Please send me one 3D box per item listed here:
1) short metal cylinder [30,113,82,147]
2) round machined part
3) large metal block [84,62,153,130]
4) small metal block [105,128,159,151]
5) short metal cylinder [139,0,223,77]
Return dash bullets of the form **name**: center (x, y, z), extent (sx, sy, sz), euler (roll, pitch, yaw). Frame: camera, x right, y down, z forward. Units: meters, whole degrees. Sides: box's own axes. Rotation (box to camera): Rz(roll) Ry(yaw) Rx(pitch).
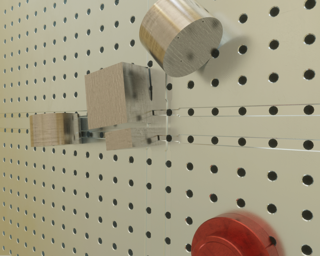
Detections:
- **short metal cylinder**: center (-0.173, 0.004, 0.516), extent (0.080, 0.081, 0.050), euler (-7, 86, 40)
- **round machined part**: center (0.074, 0.147, 0.337), extent (0.098, 0.042, 0.097), euler (0, 90, 40)
- **large metal block**: center (-0.060, -0.042, 0.443), extent (0.080, 0.050, 0.080), euler (-9, 85, 39)
- **small metal block**: center (-0.039, 0.015, 0.425), extent (0.050, 0.050, 0.025), euler (-10, 84, 39)
- **short metal cylinder**: center (0.024, -0.105, 0.354), extent (0.080, 0.081, 0.050), euler (-52, 60, 27)
